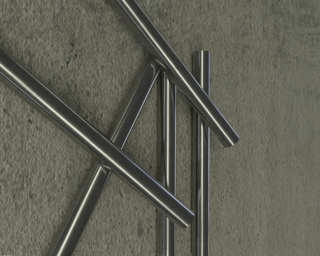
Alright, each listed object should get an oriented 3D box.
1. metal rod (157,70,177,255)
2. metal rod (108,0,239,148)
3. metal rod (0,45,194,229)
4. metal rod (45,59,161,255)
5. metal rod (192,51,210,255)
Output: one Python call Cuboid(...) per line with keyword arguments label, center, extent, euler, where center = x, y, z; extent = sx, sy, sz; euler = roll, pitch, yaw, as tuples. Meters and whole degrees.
Cuboid(label="metal rod", center=(0.009, 0.072, 0.412), extent=(0.025, 0.025, 0.298), euler=(0, 90, -40))
Cuboid(label="metal rod", center=(0.006, -0.089, 0.381), extent=(0.300, 0.025, 0.025), euler=(49, 61, -19))
Cuboid(label="metal rod", center=(-0.069, 0.014, 0.319), extent=(0.300, 0.025, 0.025), euler=(44, 63, -22))
Cuboid(label="metal rod", center=(-0.067, 0.049, 0.348), extent=(0.025, 0.025, 0.300), euler=(37, 67, -34))
Cuboid(label="metal rod", center=(0.060, 0.039, 0.454), extent=(0.025, 0.025, 0.298), euler=(0, 90, -40))
